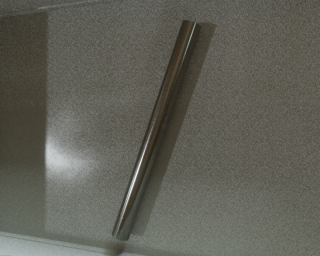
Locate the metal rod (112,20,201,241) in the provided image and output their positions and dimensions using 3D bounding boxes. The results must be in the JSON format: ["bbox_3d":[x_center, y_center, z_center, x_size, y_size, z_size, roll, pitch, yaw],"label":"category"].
[{"bbox_3d":[-0.007,0.008,0.411,0.025,0.025,0.298,21,97,19],"label":"metal rod"}]
